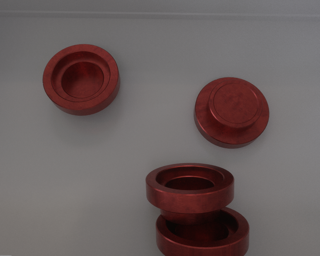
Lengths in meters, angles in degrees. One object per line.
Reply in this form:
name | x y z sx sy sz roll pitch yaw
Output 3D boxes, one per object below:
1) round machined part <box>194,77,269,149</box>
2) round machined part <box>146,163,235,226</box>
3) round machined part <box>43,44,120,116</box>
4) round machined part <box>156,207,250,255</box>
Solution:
round machined part | 0.096 -0.025 0.410 0.099 0.042 0.098 0 70 0
round machined part | 0.034 0.075 0.352 0.099 0.098 0.042 -2 102 -1
round machined part | -0.103 -0.061 0.422 0.099 0.042 0.098 0 70 0
round machined part | 0.045 0.121 0.335 0.099 0.098 0.042 -2 101 -1
